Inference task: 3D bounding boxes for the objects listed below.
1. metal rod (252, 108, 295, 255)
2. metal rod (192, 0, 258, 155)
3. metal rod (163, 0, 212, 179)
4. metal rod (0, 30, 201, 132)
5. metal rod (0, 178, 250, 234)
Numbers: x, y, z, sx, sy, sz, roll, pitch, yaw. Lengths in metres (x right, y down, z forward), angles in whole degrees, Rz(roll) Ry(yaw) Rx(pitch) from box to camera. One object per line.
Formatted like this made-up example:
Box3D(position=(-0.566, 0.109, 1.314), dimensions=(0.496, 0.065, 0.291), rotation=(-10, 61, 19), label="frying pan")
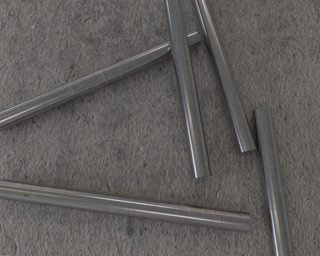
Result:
Box3D(position=(0.140, 0.118, 0.365), dimensions=(0.025, 0.025, 0.299), rotation=(-1, 70, -1), label="metal rod")
Box3D(position=(0.082, -0.106, 0.447), dimensions=(0.025, 0.025, 0.299), rotation=(-11, 70, -4), label="metal rod")
Box3D(position=(0.032, -0.083, 0.417), dimensions=(0.025, 0.025, 0.299), rotation=(-8, 78, -3), label="metal rod")
Box3D(position=(-0.081, -0.069, 0.432), dimensions=(0.302, 0.025, 0.025), rotation=(-25, 72, -9), label="metal rod")
Box3D(position=(-0.046, 0.093, 0.373), dimensions=(0.302, 0.025, 0.025), rotation=(7, 70, 2), label="metal rod")
